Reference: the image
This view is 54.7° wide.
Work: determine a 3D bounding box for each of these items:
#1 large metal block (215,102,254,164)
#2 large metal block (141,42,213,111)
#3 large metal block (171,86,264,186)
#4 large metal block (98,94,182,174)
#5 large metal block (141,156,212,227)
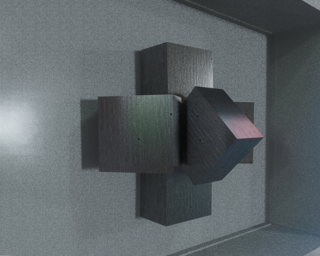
[{"bbox_3d":[0.095,0.006,0.439,0.050,0.080,0.080,1,90,-1],"label":"large metal block"},{"bbox_3d":[0.024,-0.062,0.405,0.081,0.050,0.079,-2,92,-40],"label":"large metal block"},{"bbox_3d":[0.058,0.009,0.366,0.050,0.080,0.080,-1,47,-41],"label":"large metal block"},{"bbox_3d":[-0.020,0.006,0.342,0.050,0.080,0.079,-6,96,-76],"label":"large metal block"},{"bbox_3d":[0.022,0.076,0.408,0.081,0.050,0.080,1,90,-40],"label":"large metal block"}]
